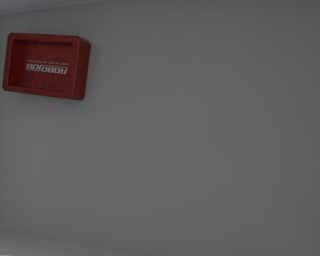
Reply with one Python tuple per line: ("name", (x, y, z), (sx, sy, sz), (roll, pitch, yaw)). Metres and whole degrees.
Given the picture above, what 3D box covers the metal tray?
("metal tray", (-0.173, -0.093, 0.468), (0.130, 0.030, 0.089), (9, 93, 19))
